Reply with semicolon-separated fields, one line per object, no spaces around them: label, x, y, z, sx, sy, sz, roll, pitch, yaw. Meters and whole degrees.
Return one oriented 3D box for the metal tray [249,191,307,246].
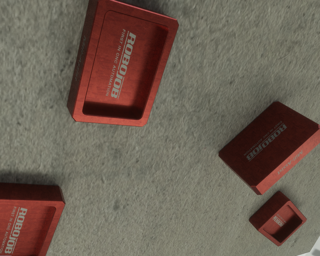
metal tray;0.258;0.200;0.671;0.090;0.030;0.130;-46;130;3

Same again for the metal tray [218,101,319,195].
metal tray;0.166;0.028;0.475;0.130;0.090;0.030;-42;130;1

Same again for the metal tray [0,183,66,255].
metal tray;-0.182;0.130;0.384;0.091;0.030;0.129;12;112;-34

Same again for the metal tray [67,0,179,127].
metal tray;-0.042;-0.067;0.339;0.091;0.030;0.129;5;116;-31
